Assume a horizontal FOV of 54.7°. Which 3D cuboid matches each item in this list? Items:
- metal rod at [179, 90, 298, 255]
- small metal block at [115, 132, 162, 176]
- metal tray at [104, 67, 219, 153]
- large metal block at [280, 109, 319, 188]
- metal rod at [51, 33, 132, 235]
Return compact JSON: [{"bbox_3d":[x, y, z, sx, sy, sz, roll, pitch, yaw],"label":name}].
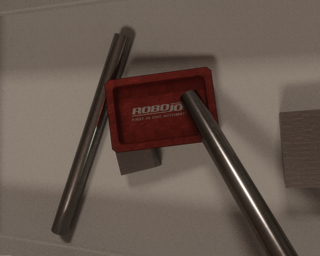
[{"bbox_3d":[0.092,0.078,0.302,0.025,0.025,0.299,-36,58,16],"label":"metal rod"},{"bbox_3d":[-0.031,0.033,0.421,0.050,0.025,0.050,-16,85,19],"label":"small metal block"},{"bbox_3d":[0.003,-0.021,0.387,0.131,0.030,0.089,-7,87,3],"label":"metal tray"},{"bbox_3d":[0.175,0.020,0.336,0.080,0.050,0.080,-4,89,19],"label":"large metal block"},{"bbox_3d":[-0.100,0.013,0.444,0.025,0.025,0.298,22,97,18],"label":"metal rod"}]
